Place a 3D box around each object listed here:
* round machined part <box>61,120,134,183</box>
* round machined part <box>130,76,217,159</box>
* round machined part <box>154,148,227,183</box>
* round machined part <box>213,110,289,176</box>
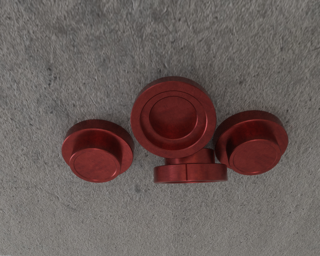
[{"bbox_3d":[-0.086,0.039,0.428,0.099,0.042,0.097,0,130,0],"label":"round machined part"},{"bbox_3d":[0.016,-0.015,0.373,0.099,0.042,0.097,1,116,2],"label":"round machined part"},{"bbox_3d":[0.040,0.052,0.420,0.099,0.042,0.098,-2,168,0],"label":"round machined part"},{"bbox_3d":[0.124,0.027,0.420,0.099,0.042,0.097,0,130,0],"label":"round machined part"}]
